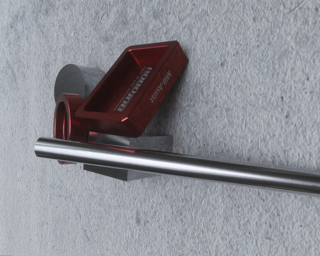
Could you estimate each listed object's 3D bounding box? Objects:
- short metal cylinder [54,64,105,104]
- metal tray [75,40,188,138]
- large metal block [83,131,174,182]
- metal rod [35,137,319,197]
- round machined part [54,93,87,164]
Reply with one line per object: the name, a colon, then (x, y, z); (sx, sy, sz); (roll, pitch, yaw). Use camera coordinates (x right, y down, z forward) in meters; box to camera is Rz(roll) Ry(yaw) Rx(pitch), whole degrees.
short metal cylinder: (-0.122, -0.057, 0.488); (0.080, 0.050, 0.079); (0, 90, 39)
metal tray: (-0.033, -0.051, 0.379); (0.090, 0.030, 0.130); (6, 54, 39)
large metal block: (-0.040, 0.032, 0.401); (0.080, 0.081, 0.050); (6, 94, 39)
metal rod: (0.006, 0.037, 0.323); (0.301, 0.025, 0.025); (6, 94, 15)
round machined part: (-0.117, 0.001, 0.431); (0.098, 0.042, 0.097); (-3, 86, 60)
